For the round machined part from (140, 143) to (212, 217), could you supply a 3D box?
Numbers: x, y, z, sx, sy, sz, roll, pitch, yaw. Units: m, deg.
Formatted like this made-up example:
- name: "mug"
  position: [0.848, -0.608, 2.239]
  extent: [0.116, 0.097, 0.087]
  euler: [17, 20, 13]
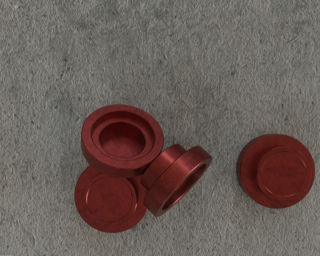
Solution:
- name: "round machined part"
  position: [0.015, 0.057, 0.377]
  extent: [0.042, 0.098, 0.098]
  euler: [43, 90, 19]

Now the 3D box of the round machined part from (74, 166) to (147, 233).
- name: "round machined part"
  position: [-0.062, 0.088, 0.401]
  extent: [0.099, 0.042, 0.097]
  euler: [0, 90, 0]

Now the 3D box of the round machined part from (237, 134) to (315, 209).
- name: "round machined part"
  position: [0.153, 0.057, 0.402]
  extent: [0.099, 0.042, 0.097]
  euler: [0, 90, 0]

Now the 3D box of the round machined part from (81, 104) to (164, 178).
- name: "round machined part"
  position: [-0.048, 0.020, 0.384]
  extent: [0.099, 0.042, 0.098]
  euler: [9, 49, -10]
